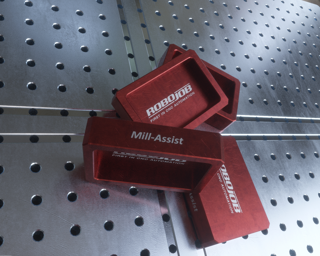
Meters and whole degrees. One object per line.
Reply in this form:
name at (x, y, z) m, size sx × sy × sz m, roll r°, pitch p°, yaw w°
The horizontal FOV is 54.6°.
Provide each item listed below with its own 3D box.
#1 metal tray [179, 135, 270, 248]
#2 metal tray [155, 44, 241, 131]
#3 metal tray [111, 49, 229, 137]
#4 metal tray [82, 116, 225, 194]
metal tray at (0.076, 0.076, 0.399) m, size 0.091 × 0.030 × 0.130 m, roll -3°, pitch 63°, yaw -30°
metal tray at (0.057, -0.063, 0.473) m, size 0.131 × 0.030 × 0.090 m, roll 26°, pitch 53°, yaw -12°
metal tray at (0.015, -0.035, 0.404) m, size 0.131 × 0.030 × 0.090 m, roll -35°, pitch 90°, yaw -23°
metal tray at (-0.010, 0.032, 0.321) m, size 0.131 × 0.090 × 0.030 m, roll 8°, pitch 57°, yaw -7°
